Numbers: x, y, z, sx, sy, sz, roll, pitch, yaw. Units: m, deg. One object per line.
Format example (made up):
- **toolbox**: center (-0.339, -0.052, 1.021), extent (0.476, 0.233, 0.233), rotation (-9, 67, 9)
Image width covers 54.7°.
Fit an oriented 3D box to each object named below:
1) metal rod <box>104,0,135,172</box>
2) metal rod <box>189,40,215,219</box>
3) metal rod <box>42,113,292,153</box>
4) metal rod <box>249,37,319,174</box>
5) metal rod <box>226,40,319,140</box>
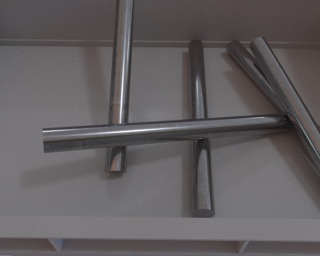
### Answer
- **metal rod**: center (-0.049, -0.092, 0.403), extent (0.025, 0.025, 0.299), rotation (1, 75, 1)
- **metal rod**: center (0.053, -0.024, 0.424), extent (0.025, 0.025, 0.300), rotation (2, 50, 2)
- **metal rod**: center (0.026, 0.003, 0.360), extent (0.303, 0.025, 0.025), rotation (-4, 49, -21)
- **metal rod**: center (0.180, -0.002, 0.381), extent (0.025, 0.025, 0.299), rotation (-11, 59, -9)
- **metal rod**: center (0.178, -0.030, 0.431), extent (0.025, 0.025, 0.300), rotation (-17, 52, -14)
